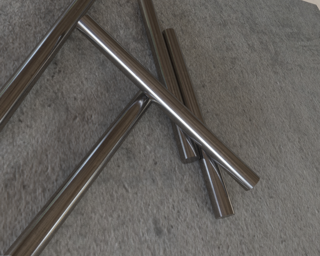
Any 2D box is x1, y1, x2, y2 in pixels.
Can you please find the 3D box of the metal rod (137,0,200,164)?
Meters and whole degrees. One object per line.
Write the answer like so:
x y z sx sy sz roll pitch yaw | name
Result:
0.006 -0.090 0.463 0.025 0.025 0.299 0 62 -29 | metal rod

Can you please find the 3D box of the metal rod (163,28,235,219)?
0.047 -0.022 0.444 0.025 0.025 0.299 0 62 -29 | metal rod

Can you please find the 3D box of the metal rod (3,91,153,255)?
-0.073 0.039 0.341 0.025 0.025 0.301 37 51 -4 | metal rod

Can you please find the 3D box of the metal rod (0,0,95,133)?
-0.141 -0.100 0.389 0.025 0.025 0.300 27 52 -12 | metal rod

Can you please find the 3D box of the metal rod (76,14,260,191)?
0.009 -0.033 0.396 0.300 0.025 0.025 44 51 2 | metal rod
